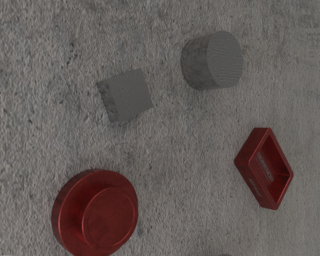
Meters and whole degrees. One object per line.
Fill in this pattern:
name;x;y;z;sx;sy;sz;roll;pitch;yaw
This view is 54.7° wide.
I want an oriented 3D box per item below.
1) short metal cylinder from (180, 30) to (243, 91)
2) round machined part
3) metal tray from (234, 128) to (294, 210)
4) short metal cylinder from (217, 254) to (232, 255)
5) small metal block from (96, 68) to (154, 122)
short metal cylinder;0.076;-0.096;0.452;0.081;0.050;0.080;0;90;-40
round machined part;-0.063;0.096;0.341;0.099;0.042;0.097;0;90;-40
metal tray;0.192;0.074;0.562;0.090;0.030;0.130;-51;120;-28
short metal cylinder;0.090;0.231;0.445;0.050;0.080;0.079;-12;98;-39
small metal block;-0.041;-0.039;0.370;0.050;0.025;0.050;-29;108;-36
